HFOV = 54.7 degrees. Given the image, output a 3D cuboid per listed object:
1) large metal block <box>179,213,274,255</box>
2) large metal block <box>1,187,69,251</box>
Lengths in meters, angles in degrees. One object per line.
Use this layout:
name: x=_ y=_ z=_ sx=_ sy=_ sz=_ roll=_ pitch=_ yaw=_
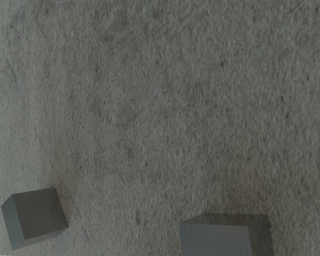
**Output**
large metal block: x=0.072 y=0.137 z=0.328 sx=0.080 sy=0.050 sz=0.080 roll=-12 pitch=83 yaw=39
large metal block: x=-0.221 y=0.158 z=0.548 sx=0.050 sy=0.081 sz=0.080 roll=-40 pitch=66 yaw=32
